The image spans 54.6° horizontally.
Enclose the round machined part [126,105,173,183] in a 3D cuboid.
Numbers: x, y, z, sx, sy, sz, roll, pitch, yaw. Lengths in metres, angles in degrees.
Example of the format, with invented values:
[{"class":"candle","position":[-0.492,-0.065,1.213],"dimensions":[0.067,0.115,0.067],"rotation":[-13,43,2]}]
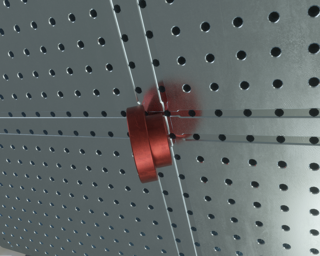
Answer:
[{"class":"round machined part","position":[-0.011,0.018,0.394],"dimensions":[0.042,0.098,0.097],"rotation":[-12,117,-1]}]
